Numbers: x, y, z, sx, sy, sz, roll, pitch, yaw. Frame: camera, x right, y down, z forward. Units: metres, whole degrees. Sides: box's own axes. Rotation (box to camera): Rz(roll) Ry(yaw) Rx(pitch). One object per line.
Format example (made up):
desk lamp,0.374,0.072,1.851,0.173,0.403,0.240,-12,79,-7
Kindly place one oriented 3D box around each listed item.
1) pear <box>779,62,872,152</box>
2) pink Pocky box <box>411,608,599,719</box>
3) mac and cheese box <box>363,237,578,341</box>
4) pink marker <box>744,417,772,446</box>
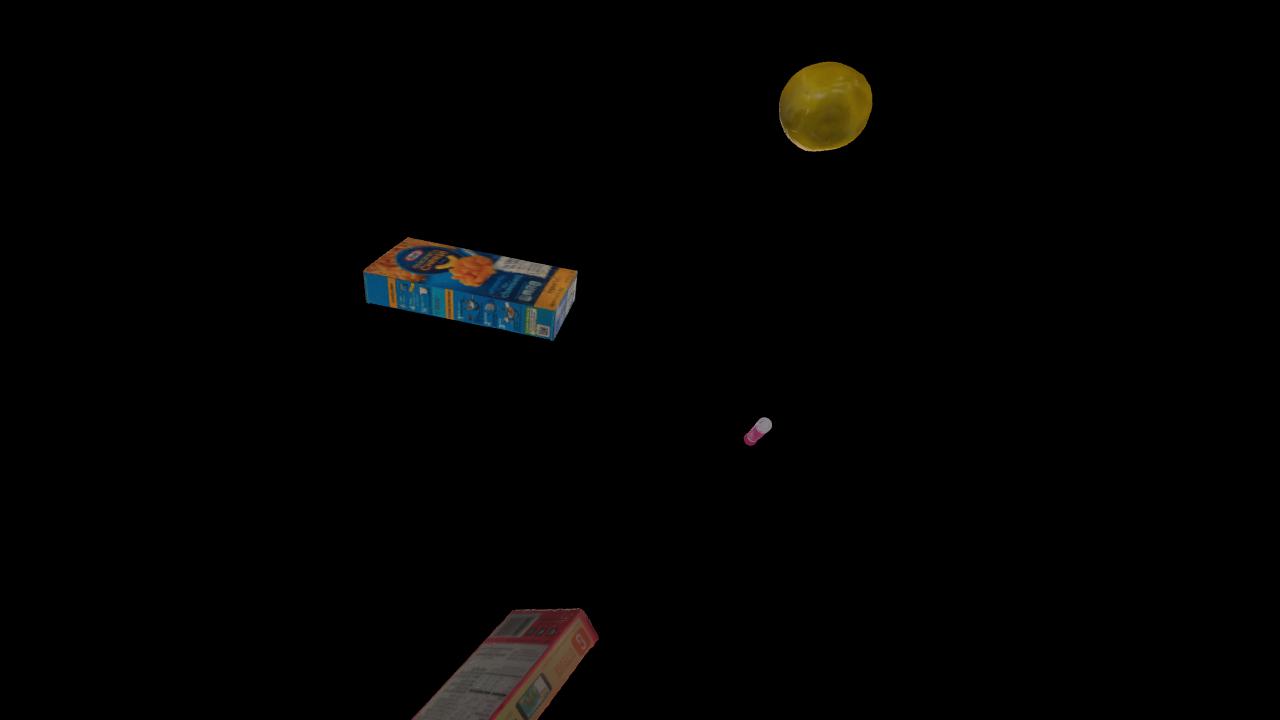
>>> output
pear,0.165,-0.242,0.567,0.080,0.080,0.111,0,41,0
pink Pocky box,-0.102,0.222,0.390,0.084,0.029,0.155,-22,11,40
mac and cheese box,-0.161,-0.073,0.605,0.184,0.041,0.093,12,33,2
pink marker,0.158,0.098,0.830,0.020,0.020,0.121,0,-16,1
